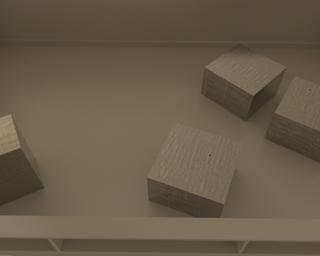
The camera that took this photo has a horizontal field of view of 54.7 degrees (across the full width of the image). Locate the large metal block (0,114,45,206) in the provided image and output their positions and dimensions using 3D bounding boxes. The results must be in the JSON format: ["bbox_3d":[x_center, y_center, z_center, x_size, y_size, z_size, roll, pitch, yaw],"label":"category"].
[{"bbox_3d":[-0.182,0.042,0.333,0.081,0.080,0.050,-22,54,-17],"label":"large metal block"}]

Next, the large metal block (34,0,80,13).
[{"bbox_3d":[-0.213,-0.285,0.610,0.081,0.080,0.050,-26,55,-20],"label":"large metal block"}]

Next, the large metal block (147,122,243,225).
[{"bbox_3d":[0.039,0.049,0.348,0.080,0.050,0.080,17,52,14],"label":"large metal block"}]

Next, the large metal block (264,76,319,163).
[{"bbox_3d":[0.194,-0.012,0.400,0.080,0.050,0.080,26,55,20],"label":"large metal block"}]

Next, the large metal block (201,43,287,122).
[{"bbox_3d":[0.118,-0.068,0.446,0.080,0.050,0.080,-37,59,-27],"label":"large metal block"}]
